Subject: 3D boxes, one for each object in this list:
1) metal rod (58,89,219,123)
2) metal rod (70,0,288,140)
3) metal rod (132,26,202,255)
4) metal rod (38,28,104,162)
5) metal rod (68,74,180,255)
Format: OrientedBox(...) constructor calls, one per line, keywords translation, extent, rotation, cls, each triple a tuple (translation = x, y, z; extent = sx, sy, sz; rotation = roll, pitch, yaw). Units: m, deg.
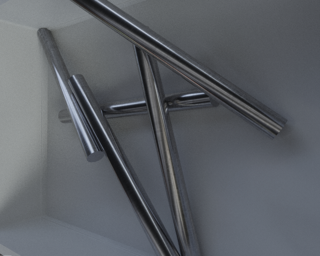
OrientedBox(translation=(-0.053, -0.028, 0.450), extent=(0.300, 0.025, 0.025), rotation=(-4, 88, 40), cls="metal rod")
OrientedBox(translation=(0.003, -0.086, 0.343), extent=(0.300, 0.025, 0.025), rotation=(37, 114, 13), cls="metal rod")
OrientedBox(translation=(0.008, 0.025, 0.376), extent=(0.025, 0.025, 0.298), rotation=(-14, 89, 39), cls="metal rod")
OrientedBox(translation=(-0.155, -0.069, 0.510), extent=(0.025, 0.025, 0.299), rotation=(-50, 53, 28), cls="metal rod")
OrientedBox(translation=(-0.057, 0.043, 0.421), extent=(0.025, 0.025, 0.299), rotation=(-46, 64, 30), cls="metal rod")
